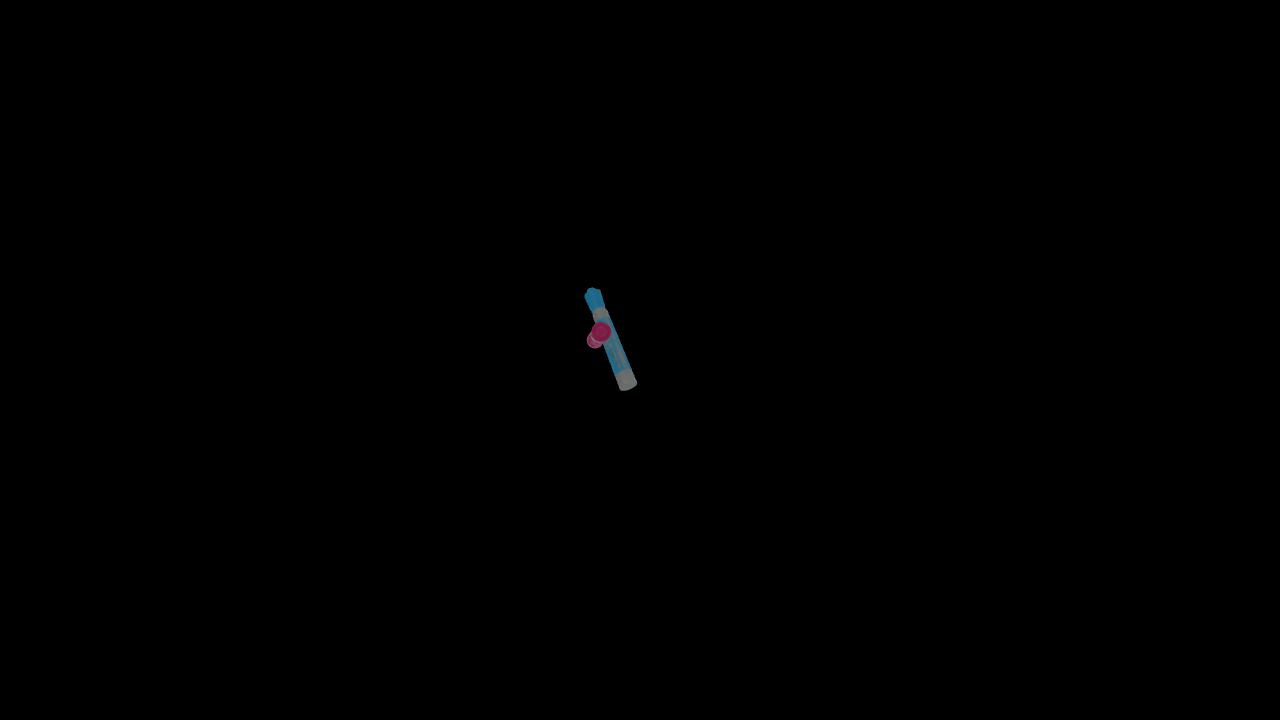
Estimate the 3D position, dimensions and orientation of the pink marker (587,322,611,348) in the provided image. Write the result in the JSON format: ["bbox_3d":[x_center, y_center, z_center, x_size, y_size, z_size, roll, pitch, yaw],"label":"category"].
[{"bbox_3d":[-0.043,-0.024,0.630,0.020,0.020,0.121,0,-2,-7],"label":"pink marker"}]

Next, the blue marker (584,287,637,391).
[{"bbox_3d":[-0.032,-0.025,0.640,0.020,0.121,0.020,-19,-23,-8],"label":"blue marker"}]
